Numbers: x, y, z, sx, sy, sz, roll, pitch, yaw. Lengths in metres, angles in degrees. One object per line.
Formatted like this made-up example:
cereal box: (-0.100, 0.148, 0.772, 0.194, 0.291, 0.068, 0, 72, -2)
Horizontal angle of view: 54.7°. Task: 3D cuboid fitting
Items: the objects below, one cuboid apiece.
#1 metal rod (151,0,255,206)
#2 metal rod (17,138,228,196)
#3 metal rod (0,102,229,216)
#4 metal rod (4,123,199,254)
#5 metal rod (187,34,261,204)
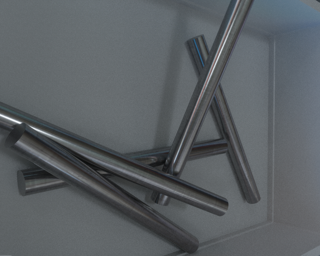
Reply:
metal rod: (0.053, -0.042, 0.373, 0.025, 0.025, 0.298, 12, 104, -40)
metal rod: (-0.017, 0.041, 0.393, 0.302, 0.025, 0.025, -6, 94, -40)
metal rod: (-0.041, 0.042, 0.339, 0.301, 0.025, 0.025, 27, 73, -26)
metal rod: (-0.038, 0.087, 0.353, 0.300, 0.025, 0.025, 44, 63, -39)
metal rod: (0.109, -0.003, 0.500, 0.025, 0.025, 0.299, -37, 113, -34)
